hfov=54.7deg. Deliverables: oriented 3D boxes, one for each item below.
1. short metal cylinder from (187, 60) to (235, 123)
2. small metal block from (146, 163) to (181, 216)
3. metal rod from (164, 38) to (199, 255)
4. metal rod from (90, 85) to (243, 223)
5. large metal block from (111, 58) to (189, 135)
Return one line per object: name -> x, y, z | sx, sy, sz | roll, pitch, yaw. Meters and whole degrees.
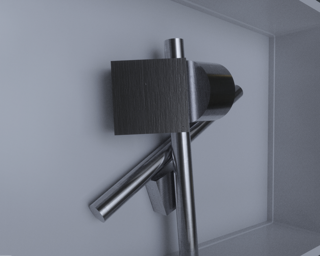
short metal cylinder -> 0.052, -0.048, 0.414 | 0.050, 0.080, 0.079 | -6, 94, -42
small metal block -> 0.012, 0.081, 0.417 | 0.050, 0.025, 0.050 | -27, 107, -37
metal rod -> 0.028, 0.038, 0.397 | 0.025, 0.025, 0.298 | -6, 93, -40
metal rod -> 0.028, 0.018, 0.430 | 0.302, 0.025, 0.025 | -39, 114, -33
large metal block -> -0.010, -0.035, 0.356 | 0.081, 0.050, 0.079 | -3, 92, 0
